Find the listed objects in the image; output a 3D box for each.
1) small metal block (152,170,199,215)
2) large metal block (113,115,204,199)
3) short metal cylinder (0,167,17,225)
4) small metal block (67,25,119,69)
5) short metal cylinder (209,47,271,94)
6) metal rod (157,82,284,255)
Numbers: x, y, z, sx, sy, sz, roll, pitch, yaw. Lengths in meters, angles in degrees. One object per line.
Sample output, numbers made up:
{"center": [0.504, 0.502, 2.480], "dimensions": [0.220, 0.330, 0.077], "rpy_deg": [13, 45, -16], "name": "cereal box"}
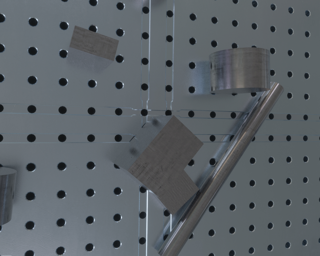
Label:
{"center": [0.016, 0.080, 0.418], "dimensions": [0.050, 0.025, 0.050], "rpy_deg": [-41, 103, -15], "name": "small metal block"}
{"center": [-0.006, 0.032, 0.381], "dimensions": [0.050, 0.080, 0.080], "rpy_deg": [43, 77, -15], "name": "large metal block"}
{"center": [-0.192, 0.067, 0.313], "dimensions": [0.081, 0.080, 0.050], "rpy_deg": [6, 88, -20], "name": "short metal cylinder"}
{"center": [-0.081, -0.094, 0.369], "dimensions": [0.050, 0.050, 0.025], "rpy_deg": [15, 85, -20], "name": "small metal block"}
{"center": [0.108, -0.075, 0.423], "dimensions": [0.081, 0.080, 0.050], "rpy_deg": [-2, 91, -20], "name": "short metal cylinder"}
{"center": [0.093, 0.055, 0.446], "dimensions": [0.025, 0.025, 0.300], "rpy_deg": [40, 77, -16], "name": "metal rod"}
